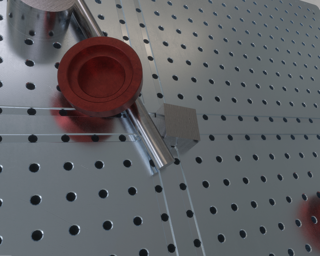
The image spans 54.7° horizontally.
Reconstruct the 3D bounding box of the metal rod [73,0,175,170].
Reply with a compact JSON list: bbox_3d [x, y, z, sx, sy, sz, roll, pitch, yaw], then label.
[{"bbox_3d":[-0.064,-0.079,0.422,0.025,0.025,0.299,-19,72,-35],"label":"metal rod"}]

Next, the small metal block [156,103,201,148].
[{"bbox_3d":[0.024,-0.003,0.423,0.050,0.025,0.050,9,58,-24],"label":"small metal block"}]

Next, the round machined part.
[{"bbox_3d":[-0.070,-0.059,0.379,0.099,0.042,0.098,1,72,-1],"label":"round machined part"}]

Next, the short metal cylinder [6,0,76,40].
[{"bbox_3d":[-0.157,-0.164,0.408,0.081,0.050,0.080,14,56,-21],"label":"short metal cylinder"}]
